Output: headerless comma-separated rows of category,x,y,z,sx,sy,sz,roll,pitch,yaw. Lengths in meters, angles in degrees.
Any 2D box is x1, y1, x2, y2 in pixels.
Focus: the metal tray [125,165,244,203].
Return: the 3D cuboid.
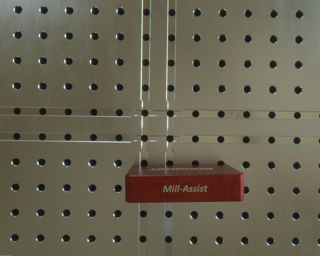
metal tray,0.027,0.065,0.381,0.131,0.090,0.030,-1,90,0
